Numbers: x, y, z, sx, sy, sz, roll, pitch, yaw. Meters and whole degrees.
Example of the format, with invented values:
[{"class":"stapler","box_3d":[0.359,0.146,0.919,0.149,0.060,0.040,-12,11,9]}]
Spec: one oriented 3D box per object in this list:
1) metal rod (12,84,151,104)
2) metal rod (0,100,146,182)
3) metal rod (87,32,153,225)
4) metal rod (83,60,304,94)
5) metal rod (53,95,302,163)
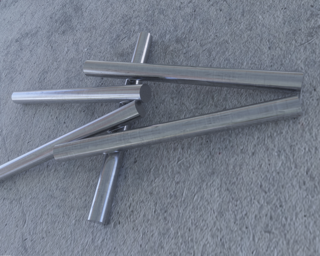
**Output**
[{"class":"metal rod","box_3d":[-0.142,-0.051,0.491,0.300,0.025,0.025,3,63,35]},{"class":"metal rod","box_3d":[-0.155,0.031,0.448,0.300,0.025,0.025,-23,53,20]},{"class":"metal rod","box_3d":[-0.050,-0.017,0.441,0.025,0.025,0.299,-3,60,26]},{"class":"metal rod","box_3d":[0.026,-0.071,0.413,0.301,0.025,0.025,8,66,24]},{"class":"metal rod","box_3d":[0.009,0.005,0.376,0.301,0.025,0.025,-11,57,13]}]
